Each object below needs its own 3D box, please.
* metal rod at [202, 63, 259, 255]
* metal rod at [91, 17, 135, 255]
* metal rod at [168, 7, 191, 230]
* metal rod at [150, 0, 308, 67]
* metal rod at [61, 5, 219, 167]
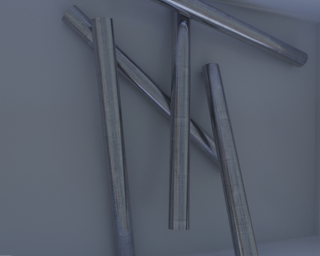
[{"bbox_3d":[0.086,0.051,0.378,0.025,0.025,0.299,3,64,-20],"label":"metal rod"},{"bbox_3d":[-0.055,0.023,0.375,0.025,0.025,0.298,-7,98,-20],"label":"metal rod"},{"bbox_3d":[0.026,-0.028,0.392,0.025,0.025,0.299,6,78,-20],"label":"metal rod"},{"bbox_3d":[0.094,-0.140,0.423,0.302,0.025,0.025,13,86,-28],"label":"metal rod"},{"bbox_3d":[-0.002,-0.040,0.409,0.300,0.025,0.025,42,77,-15],"label":"metal rod"}]
